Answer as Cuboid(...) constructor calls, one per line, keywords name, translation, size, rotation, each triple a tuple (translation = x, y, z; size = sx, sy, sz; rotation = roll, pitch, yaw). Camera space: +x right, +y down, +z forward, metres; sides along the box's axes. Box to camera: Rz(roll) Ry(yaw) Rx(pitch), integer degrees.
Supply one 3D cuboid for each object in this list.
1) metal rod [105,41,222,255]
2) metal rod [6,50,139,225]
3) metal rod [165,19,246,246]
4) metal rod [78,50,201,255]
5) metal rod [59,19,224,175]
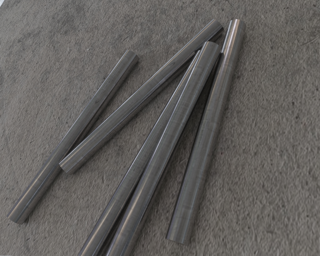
Cuboid(name="metal rod", translation=(0.007, 0.026, 0.372), size=(0.025, 0.025, 0.300), rotation=(16, 73, 34))
Cuboid(name="metal rod", translation=(-0.123, 0.005, 0.465), size=(0.025, 0.025, 0.300), rotation=(23, 74, 36))
Cuboid(name="metal rod", translation=(0.063, -0.012, 0.378), size=(0.025, 0.025, 0.300), rotation=(5, 64, 30))
Cuboid(name="metal rod", translation=(-0.010, 0.025, 0.393), size=(0.025, 0.025, 0.300), rotation=(19, 72, 35))
Cuboid(name="metal rod", translation=(-0.025, -0.045, 0.444), size=(0.300, 0.025, 0.025), rotation=(-43, 51, -2))
